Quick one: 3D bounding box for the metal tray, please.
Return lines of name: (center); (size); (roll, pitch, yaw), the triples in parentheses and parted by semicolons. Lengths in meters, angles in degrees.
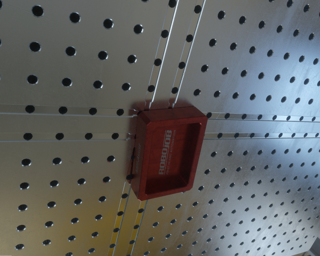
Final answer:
metal tray: (0.011, 0.037, 0.438); (0.091, 0.030, 0.129); (-7, 122, -26)
